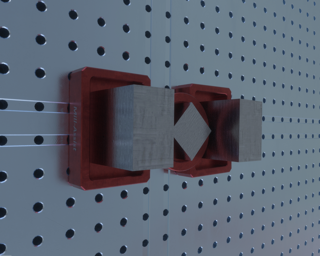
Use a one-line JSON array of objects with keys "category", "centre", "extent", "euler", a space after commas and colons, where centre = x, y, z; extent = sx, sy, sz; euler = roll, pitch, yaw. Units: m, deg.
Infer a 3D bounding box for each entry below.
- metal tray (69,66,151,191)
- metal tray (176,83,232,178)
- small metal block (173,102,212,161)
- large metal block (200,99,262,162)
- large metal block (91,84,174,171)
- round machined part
[{"category": "metal tray", "centre": [-0.055, 0.001, 0.358], "extent": [0.091, 0.030, 0.129], "euler": [1, 89, -40]}, {"category": "metal tray", "centre": [0.066, 0.003, 0.460], "extent": [0.091, 0.030, 0.129], "euler": [0, 90, -40]}, {"category": "small metal block", "centre": [0.030, 0.004, 0.381], "extent": [0.050, 0.025, 0.050], "euler": [52, 60, -27]}, {"category": "large metal block", "centre": [0.093, 0.003, 0.433], "extent": [0.050, 0.080, 0.080], "euler": [2, 89, -40]}, {"category": "large metal block", "centre": [-0.031, 0.000, 0.330], "extent": [0.050, 0.080, 0.080], "euler": [1, 90, -40]}, {"category": "round machined part", "centre": [0.015, 0.005, 0.399], "extent": [0.099, 0.042, 0.097], "euler": [0, 90, -40]}]
